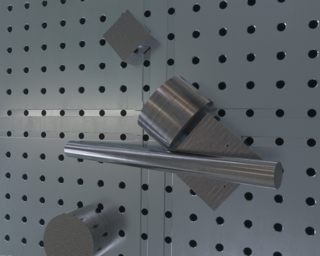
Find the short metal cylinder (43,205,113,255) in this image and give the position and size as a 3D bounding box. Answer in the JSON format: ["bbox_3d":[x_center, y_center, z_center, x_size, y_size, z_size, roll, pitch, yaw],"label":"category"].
[{"bbox_3d":[-0.115,0.156,0.440,0.080,0.050,0.079,0,90,20],"label":"short metal cylinder"}]

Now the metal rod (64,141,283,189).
[{"bbox_3d":[-0.013,0.037,0.369,0.300,0.025,0.025,3,91,38],"label":"metal rod"}]

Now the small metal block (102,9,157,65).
[{"bbox_3d":[-0.042,-0.124,0.427,0.050,0.025,0.050,-42,77,15],"label":"small metal block"}]

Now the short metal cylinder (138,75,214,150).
[{"bbox_3d":[0.019,-0.017,0.377,0.050,0.080,0.080,42,103,15],"label":"short metal cylinder"}]

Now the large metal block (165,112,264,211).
[{"bbox_3d":[0.067,0.038,0.376,0.080,0.050,0.080,43,103,14],"label":"large metal block"}]
